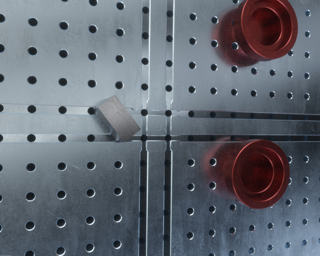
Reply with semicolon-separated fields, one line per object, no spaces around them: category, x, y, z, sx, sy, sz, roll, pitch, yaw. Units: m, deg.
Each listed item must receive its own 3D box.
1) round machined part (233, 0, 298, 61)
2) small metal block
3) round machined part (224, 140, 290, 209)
round machined part;0.150;-0.147;0.458;0.099;0.042;0.097;0;90;-20
small metal block;-0.054;-0.011;0.379;0.025;0.050;0.050;-39;103;-16
round machined part;0.136;0.065;0.454;0.099;0.042;0.097;0;90;-20
